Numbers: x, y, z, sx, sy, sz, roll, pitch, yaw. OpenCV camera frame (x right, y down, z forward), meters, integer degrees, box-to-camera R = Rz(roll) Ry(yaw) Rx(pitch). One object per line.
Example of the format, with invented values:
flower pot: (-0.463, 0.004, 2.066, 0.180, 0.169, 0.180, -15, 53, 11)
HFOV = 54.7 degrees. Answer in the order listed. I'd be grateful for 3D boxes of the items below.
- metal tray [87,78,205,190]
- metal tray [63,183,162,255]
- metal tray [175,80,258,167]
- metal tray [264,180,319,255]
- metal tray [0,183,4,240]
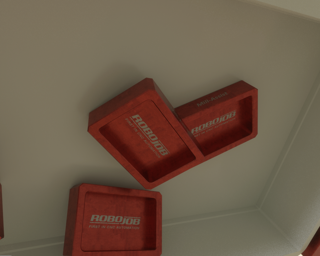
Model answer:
metal tray: (-0.014, 0.013, 0.382, 0.090, 0.030, 0.130, -30, 124, 12)
metal tray: (-0.058, 0.127, 0.418, 0.131, 0.090, 0.030, 15, 155, -35)
metal tray: (0.079, -0.004, 0.448, 0.131, 0.030, 0.089, -23, 127, -15)
metal tray: (0.272, 0.174, 0.602, 0.030, 0.130, 0.089, 11, 113, -29)
metal tray: (-0.199, 0.047, 0.286, 0.030, 0.090, 0.129, -31, 129, -9)
